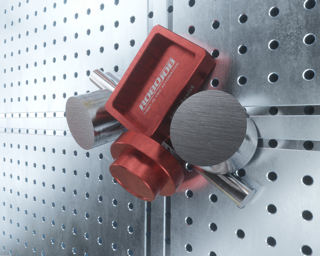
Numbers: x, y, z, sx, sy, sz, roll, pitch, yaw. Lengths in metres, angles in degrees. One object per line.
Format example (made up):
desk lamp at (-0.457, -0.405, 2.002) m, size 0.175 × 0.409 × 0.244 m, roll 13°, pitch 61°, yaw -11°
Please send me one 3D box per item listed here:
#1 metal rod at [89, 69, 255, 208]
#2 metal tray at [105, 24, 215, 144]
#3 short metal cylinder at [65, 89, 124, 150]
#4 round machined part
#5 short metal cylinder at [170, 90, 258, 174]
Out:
metal rod at (-0.004, -0.003, 0.413) m, size 0.300 × 0.025 × 0.025 m, roll 39°, pitch 114°, yaw 33°
metal tray at (-0.004, -0.054, 0.390) m, size 0.090 × 0.030 × 0.130 m, roll 39°, pitch 100°, yaw 33°
short metal cylinder at (-0.097, -0.013, 0.458) m, size 0.080 × 0.050 × 0.079 m, roll 24°, pitch 124°, yaw 42°
round machined part at (-0.023, 0.053, 0.382) m, size 0.098 × 0.042 × 0.098 m, roll 27°, pitch 148°, yaw 19°
short metal cylinder at (0.058, 0.006, 0.330) m, size 0.080 × 0.050 × 0.080 m, roll -9°, pitch 69°, yaw 26°
